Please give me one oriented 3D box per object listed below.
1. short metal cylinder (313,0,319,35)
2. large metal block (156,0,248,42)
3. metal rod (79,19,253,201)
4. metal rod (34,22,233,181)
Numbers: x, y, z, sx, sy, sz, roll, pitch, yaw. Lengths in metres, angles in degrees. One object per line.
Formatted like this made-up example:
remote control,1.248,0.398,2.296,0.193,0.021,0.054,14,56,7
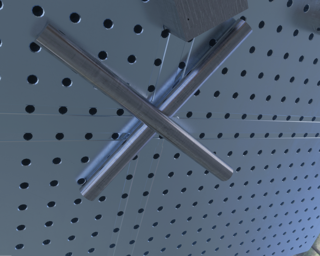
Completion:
short metal cylinder,0.270,-0.166,0.443,0.081,0.050,0.079,-14,125,-21
large metal block,0.039,-0.150,0.325,0.080,0.050,0.080,-31,129,-9
metal rod,0.005,-0.020,0.402,0.300,0.025,0.025,-47,130,4
metal rod,-0.009,-0.013,0.370,0.301,0.025,0.025,37,97,-30
